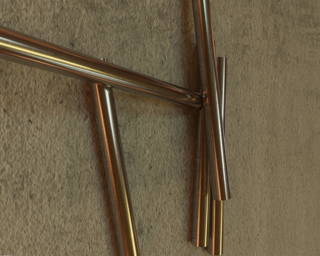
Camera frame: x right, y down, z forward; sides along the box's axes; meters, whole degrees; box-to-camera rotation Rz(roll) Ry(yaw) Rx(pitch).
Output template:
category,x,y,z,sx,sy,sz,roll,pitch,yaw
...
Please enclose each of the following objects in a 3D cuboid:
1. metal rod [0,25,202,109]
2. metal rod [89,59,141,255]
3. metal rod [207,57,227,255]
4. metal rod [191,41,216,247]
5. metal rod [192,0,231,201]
category,x,y,z,sx,sy,sz,roll,pitch,yaw
metal rod,-0.046,-0.054,0.333,0.302,0.025,0.025,9,85,-50
metal rod,-0.049,0.071,0.363,0.025,0.025,0.298,-15,99,-39
metal rod,0.088,0.042,0.478,0.025,0.025,0.298,2,89,-40
metal rod,0.065,0.021,0.458,0.025,0.025,0.298,4,87,-40
metal rod,0.071,-0.050,0.435,0.025,0.025,0.298,-5,88,-40
